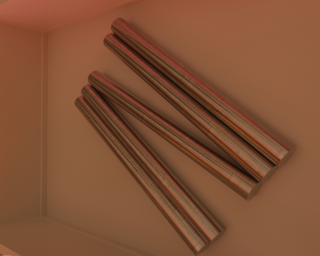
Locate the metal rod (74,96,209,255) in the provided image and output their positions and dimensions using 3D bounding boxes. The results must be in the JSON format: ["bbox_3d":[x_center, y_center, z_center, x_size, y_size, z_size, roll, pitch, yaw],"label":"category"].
[{"bbox_3d":[-0.040,0.049,0.438,0.300,0.025,0.025,46,117,30],"label":"metal rod"}]

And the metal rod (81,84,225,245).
[{"bbox_3d":[-0.026,0.032,0.427,0.300,0.025,0.025,46,117,30],"label":"metal rod"}]

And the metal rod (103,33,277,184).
[{"bbox_3d":[0.018,-0.042,0.390,0.300,0.025,0.025,44,117,31],"label":"metal rod"}]

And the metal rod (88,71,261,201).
[{"bbox_3d":[-0.002,-0.007,0.407,0.300,0.025,0.025,36,112,34],"label":"metal rod"}]

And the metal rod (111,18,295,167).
[{"bbox_3d":[0.031,-0.061,0.380,0.300,0.025,0.025,44,117,31],"label":"metal rod"}]
